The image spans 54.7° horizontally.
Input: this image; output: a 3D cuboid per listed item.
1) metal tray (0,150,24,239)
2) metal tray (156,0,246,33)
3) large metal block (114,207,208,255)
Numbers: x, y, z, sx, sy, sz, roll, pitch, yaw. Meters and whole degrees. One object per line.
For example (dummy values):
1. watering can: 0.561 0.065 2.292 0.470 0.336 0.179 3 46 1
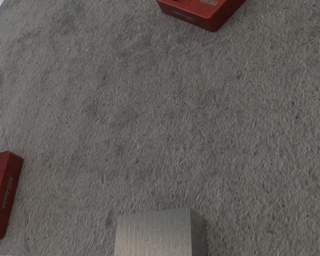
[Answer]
1. metal tray: -0.268 0.106 0.477 0.090 0.030 0.130 -14 56 20
2. metal tray: 0.066 -0.212 0.495 0.090 0.030 0.130 -47 51 -5
3. large metal block: 0.002 0.129 0.308 0.080 0.050 0.080 -13 56 21
